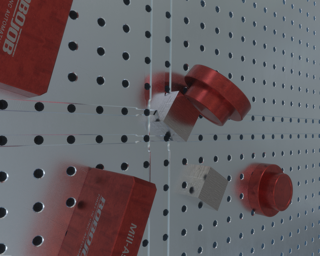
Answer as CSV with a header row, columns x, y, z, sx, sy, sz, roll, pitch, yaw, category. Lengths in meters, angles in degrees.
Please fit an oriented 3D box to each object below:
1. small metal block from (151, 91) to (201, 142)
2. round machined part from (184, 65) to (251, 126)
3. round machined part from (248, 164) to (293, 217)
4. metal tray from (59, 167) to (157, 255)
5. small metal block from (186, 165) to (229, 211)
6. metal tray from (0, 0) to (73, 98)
x,y,z,sx,sy,sz,roll,pitch,yaw,category
0.023,-0.015,0.428,0.050,0.025,0.050,41,65,-32,small metal block
0.072,-0.039,0.426,0.098,0.098,0.042,41,86,-32,round machined part
0.210,0.116,0.574,0.099,0.042,0.097,0,90,-40,round machined part
-0.060,0.111,0.316,0.030,0.090,0.130,28,73,-37,metal tray
0.073,0.091,0.470,0.050,0.025,0.050,39,66,-33,small metal block
-0.139,-0.103,0.289,0.091,0.030,0.129,20,78,-38,metal tray
